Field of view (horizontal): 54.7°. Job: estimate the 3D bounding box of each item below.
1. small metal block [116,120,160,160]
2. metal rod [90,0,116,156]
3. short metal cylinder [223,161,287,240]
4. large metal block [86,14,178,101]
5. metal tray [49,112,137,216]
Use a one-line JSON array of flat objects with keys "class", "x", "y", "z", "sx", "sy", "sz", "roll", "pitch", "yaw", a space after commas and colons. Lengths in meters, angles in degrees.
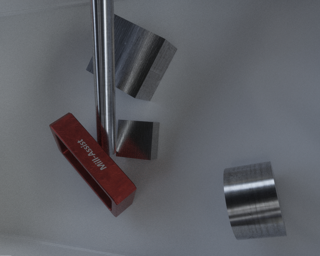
[{"class": "small metal block", "x": -0.030, "y": 0.015, "z": 0.420, "sx": 0.050, "sy": 0.025, "sz": 0.050, "roll": 4, "pitch": 91, "yaw": 19}, {"class": "metal rod", "x": -0.064, "y": -0.100, "z": 0.346, "sx": 0.025, "sy": 0.025, "sz": 0.298, "roll": 14, "pitch": 119, "yaw": 19}, {"class": "short metal cylinder", "x": 0.106, "y": 0.080, "z": 0.344, "sx": 0.050, "sy": 0.080, "sz": 0.080, "roll": -13, "pitch": 86, "yaw": 19}, {"class": "large metal block", "x": -0.037, "y": -0.091, "z": 0.409, "sx": 0.080, "sy": 0.050, "sz": 0.080, "roll": 31, "pitch": 100, "yaw": 17}, {"class": "metal tray", "x": -0.087, "y": 0.051, "z": 0.405, "sx": 0.030, "sy": 0.090, "sz": 0.130, "roll": -38, "pitch": 75, "yaw": -23}]
